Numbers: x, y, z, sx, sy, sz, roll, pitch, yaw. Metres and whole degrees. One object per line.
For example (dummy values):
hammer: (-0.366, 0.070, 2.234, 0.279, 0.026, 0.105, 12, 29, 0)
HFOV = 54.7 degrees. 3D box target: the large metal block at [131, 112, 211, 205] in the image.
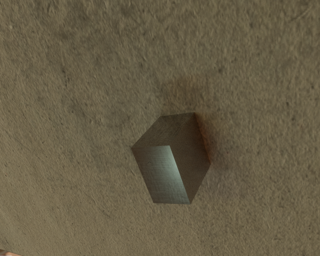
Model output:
large metal block: (0.018, 0.036, 0.383, 0.050, 0.080, 0.080, -6, 116, 30)
